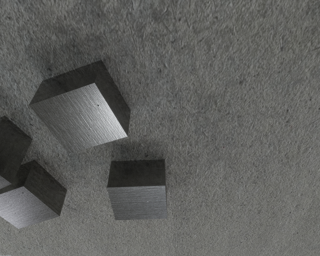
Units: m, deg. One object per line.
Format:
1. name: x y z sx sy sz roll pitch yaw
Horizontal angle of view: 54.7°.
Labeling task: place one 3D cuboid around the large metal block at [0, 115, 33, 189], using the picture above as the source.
1. large metal block: -0.226 0.041 0.403 0.080 0.080 0.050 -24 126 19

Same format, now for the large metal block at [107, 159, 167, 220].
1. large metal block: -0.031 0.095 0.471 0.080 0.050 0.079 -2 130 2

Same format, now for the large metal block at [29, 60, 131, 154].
1. large metal block: -0.090 -0.023 0.370 0.080 0.050 0.080 -16 128 13

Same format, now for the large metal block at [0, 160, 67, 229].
1. large metal block: -0.206 0.104 0.477 0.080 0.050 0.080 -20 128 16
